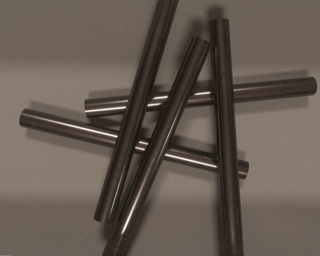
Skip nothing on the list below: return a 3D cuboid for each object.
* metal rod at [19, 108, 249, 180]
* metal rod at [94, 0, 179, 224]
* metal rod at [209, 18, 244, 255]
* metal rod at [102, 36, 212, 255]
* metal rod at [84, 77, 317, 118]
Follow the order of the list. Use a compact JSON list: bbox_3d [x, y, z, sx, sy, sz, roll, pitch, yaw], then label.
[{"bbox_3d":[-0.033,0.021,0.411,0.302,0.025,0.025,13,90,-1],"label":"metal rod"},{"bbox_3d":[-0.028,-0.029,0.384,0.025,0.025,0.298,16,90,-1],"label":"metal rod"},{"bbox_3d":[0.083,0.017,0.386,0.025,0.025,0.298,-4,90,-1],"label":"metal rod"},{"bbox_3d":[-0.007,0.033,0.385,0.025,0.025,0.298,23,96,-1],"label":"metal rod"},{"bbox_3d":[0.053,-0.041,0.412,0.302,0.025,0.025,-6,90,-1],"label":"metal rod"}]
